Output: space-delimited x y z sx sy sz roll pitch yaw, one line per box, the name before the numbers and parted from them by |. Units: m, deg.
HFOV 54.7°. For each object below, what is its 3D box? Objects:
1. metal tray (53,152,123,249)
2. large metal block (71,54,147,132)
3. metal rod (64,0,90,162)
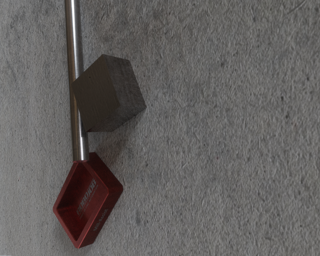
metal tray | -0.119 0.115 0.497 0.090 0.030 0.129 44 116 31
large metal block | -0.076 -0.047 0.449 0.080 0.050 0.080 -32 71 35
metal rod | -0.134 -0.095 0.493 0.025 0.025 0.299 -17 74 38
